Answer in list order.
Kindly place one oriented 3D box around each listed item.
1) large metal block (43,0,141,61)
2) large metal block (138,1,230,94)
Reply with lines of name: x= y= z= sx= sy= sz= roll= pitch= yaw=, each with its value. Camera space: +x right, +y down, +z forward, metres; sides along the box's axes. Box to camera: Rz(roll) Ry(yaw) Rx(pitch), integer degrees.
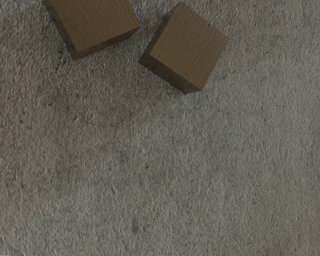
large metal block: x=-0.082 y=-0.136 z=0.365 sx=0.080 sy=0.050 sz=0.080 roll=-29 pitch=100 yaw=-18
large metal block: x=0.031 y=-0.102 z=0.407 sx=0.080 sy=0.050 sz=0.080 roll=32 pitch=80 yaw=-17
